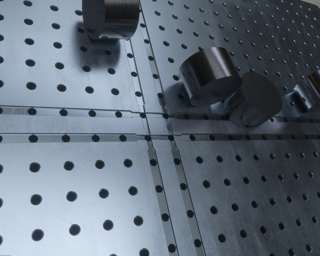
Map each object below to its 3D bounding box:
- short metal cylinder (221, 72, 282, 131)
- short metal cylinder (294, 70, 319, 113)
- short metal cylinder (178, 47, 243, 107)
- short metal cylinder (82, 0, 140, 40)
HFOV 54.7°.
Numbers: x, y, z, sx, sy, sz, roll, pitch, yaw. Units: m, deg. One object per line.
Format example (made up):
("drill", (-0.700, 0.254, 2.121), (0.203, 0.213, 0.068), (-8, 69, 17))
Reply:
("short metal cylinder", (0.146, -0.043, 0.496), (0.081, 0.050, 0.080), (14, 56, -21))
("short metal cylinder", (0.301, -0.071, 0.577), (0.081, 0.080, 0.050), (-10, 67, -32))
("short metal cylinder", (0.073, -0.073, 0.457), (0.081, 0.080, 0.050), (-7, 65, -31))
("short metal cylinder", (-0.071, -0.166, 0.436), (0.050, 0.080, 0.080), (-11, 67, -33))
